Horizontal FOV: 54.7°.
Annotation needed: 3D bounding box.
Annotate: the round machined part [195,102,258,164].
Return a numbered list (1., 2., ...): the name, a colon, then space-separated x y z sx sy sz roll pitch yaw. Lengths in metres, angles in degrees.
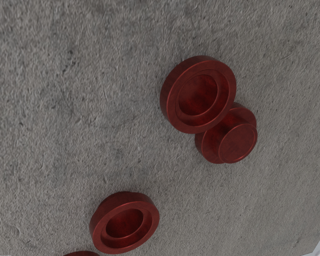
1. round machined part: 0.105 0.014 0.461 0.099 0.042 0.097 -14 124 -21

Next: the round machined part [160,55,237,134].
1. round machined part: 0.044 -0.045 0.392 0.099 0.042 0.097 -14 124 -21

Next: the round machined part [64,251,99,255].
1. round machined part: -0.130 0.240 0.473 0.099 0.042 0.097 -14 124 -21

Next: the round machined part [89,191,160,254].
1. round machined part: -0.054 0.131 0.447 0.099 0.042 0.097 -14 124 -21
